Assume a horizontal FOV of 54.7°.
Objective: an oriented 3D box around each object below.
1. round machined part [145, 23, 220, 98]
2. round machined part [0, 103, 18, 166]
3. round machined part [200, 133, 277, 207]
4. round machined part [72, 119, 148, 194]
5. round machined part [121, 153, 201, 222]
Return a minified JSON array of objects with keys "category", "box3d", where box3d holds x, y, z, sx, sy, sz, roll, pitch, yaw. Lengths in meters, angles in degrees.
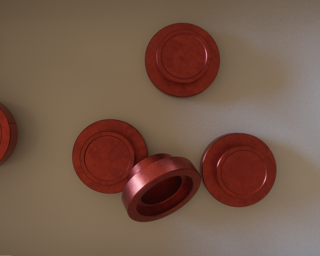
[{"category":"round machined part","box3d":[0.029,-0.089,0.403,0.099,0.042,0.097,0,90,-1]},{"category":"round machined part","box3d":[-0.232,0.008,0.400,0.099,0.042,0.097,0,90,-1]},{"category":"round machined part","box3d":[0.104,0.055,0.404,0.099,0.042,0.097,0,90,-1]},{"category":"round machined part","box3d":[-0.065,0.037,0.402,0.099,0.042,0.097,0,90,-1]},{"category":"round machined part","box3d":[-0.002,0.070,0.385,0.098,0.098,0.042,-34,51,0]}]
